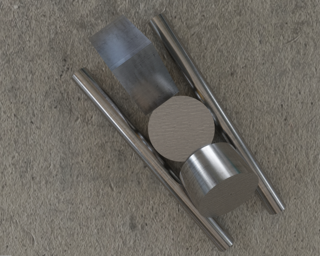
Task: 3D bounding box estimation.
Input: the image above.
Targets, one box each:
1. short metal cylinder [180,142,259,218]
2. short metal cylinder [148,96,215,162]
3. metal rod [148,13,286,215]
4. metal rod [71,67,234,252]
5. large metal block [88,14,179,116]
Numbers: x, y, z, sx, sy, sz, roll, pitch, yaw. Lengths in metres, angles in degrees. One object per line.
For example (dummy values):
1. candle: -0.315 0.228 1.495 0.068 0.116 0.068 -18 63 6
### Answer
1. short metal cylinder: 0.071 0.064 0.378 0.080 0.080 0.050 -31 48 0
2. short metal cylinder: 0.026 0.001 0.399 0.081 0.050 0.080 0 90 0
3. metal rod: 0.076 -0.018 0.411 0.025 0.025 0.299 -33 90 0
4. metal rod: -0.009 0.041 0.410 0.025 0.025 0.300 -41 90 0
5. large metal block: -0.031 -0.074 0.368 0.050 0.080 0.080 -36 49 0
